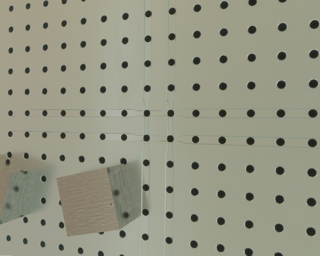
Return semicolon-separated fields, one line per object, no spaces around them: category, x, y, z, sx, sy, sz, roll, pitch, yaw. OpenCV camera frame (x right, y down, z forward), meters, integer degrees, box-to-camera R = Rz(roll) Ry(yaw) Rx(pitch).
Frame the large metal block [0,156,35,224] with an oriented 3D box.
large metal block;-0.256;0.094;0.491;0.080;0.050;0.080;17;96;19

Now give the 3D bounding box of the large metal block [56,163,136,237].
large metal block;-0.088;0.098;0.431;0.080;0.050;0.080;-14;86;19
